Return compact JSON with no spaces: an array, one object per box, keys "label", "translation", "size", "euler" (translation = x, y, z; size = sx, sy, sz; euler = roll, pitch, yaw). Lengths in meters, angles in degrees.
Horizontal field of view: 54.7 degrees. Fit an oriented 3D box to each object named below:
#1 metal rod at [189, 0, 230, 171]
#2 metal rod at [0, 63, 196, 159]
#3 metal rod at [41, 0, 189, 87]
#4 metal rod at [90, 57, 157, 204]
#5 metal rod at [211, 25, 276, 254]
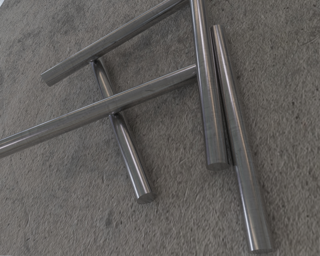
[{"label":"metal rod","translation":[0.059,-0.089,0.406],"size":[0.025,0.025,0.299],"euler":[-13,59,21]},{"label":"metal rod","translation":[-0.088,-0.023,0.425],"size":[0.301,0.025,0.025],"euler":[-22,53,0]},{"label":"metal rod","translation":[-0.056,-0.155,0.506],"size":[0.301,0.025,0.025],"euler":[-31,51,-1]},{"label":"metal rod","translation":[-0.066,-0.025,0.453],"size":[0.025,0.025,0.300],"euler":[-32,52,8]},{"label":"metal rod","translation":[0.088,-0.013,0.365],"size":[0.025,0.025,0.299],"euler":[-16,55,19]}]
